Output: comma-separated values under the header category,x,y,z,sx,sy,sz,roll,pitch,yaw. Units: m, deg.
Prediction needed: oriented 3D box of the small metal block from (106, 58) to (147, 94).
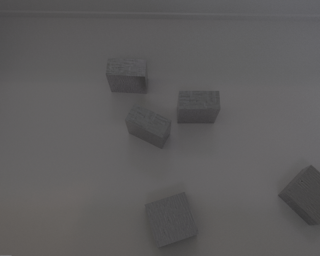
category,x,y,z,sx,sy,sz,roll,pitch,yaw
small metal block,-0.043,-0.070,0.421,0.050,0.050,0.025,3,70,1

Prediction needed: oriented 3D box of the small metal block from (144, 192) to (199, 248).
category,x,y,z,sx,sy,sz,roll,pitch,yaw
small metal block,0.013,0.109,0.370,0.050,0.025,0.050,-17,71,-6

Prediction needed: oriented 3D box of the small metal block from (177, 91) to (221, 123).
category,x,y,z,sx,sy,sz,roll,pitch,yaw
small metal block,0.049,-0.026,0.406,0.050,0.050,0.025,0,70,0

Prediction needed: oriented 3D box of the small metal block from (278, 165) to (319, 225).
category,x,y,z,sx,sy,sz,roll,pitch,yaw
small metal block,0.185,0.082,0.381,0.050,0.025,0.050,-41,75,-14

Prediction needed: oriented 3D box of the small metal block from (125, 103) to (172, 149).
category,x,y,z,sx,sy,sz,roll,pitch,yaw
small metal block,-0.014,-0.001,0.397,0.050,0.050,0.025,25,72,9
